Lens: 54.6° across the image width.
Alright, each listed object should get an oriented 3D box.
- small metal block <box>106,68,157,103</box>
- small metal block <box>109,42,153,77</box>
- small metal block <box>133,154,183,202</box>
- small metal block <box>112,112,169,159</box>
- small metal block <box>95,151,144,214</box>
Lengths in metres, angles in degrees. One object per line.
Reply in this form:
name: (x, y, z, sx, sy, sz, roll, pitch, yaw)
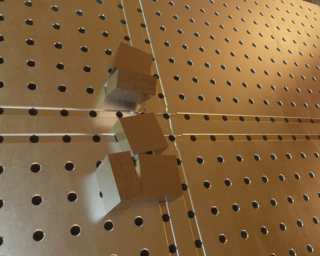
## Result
small metal block: (-0.038, -0.053, 0.400, 0.050, 0.050, 0.025, 9, 79, -23)
small metal block: (-0.040, -0.087, 0.439, 0.050, 0.025, 0.050, 20, 54, -17)
small metal block: (-0.004, 0.060, 0.369, 0.050, 0.025, 0.050, 4, 60, -26)
small metal block: (-0.024, 0.011, 0.388, 0.050, 0.025, 0.050, -12, 68, -33)
small metal block: (-0.045, 0.059, 0.332, 0.025, 0.050, 0.050, -7, 65, -31)
